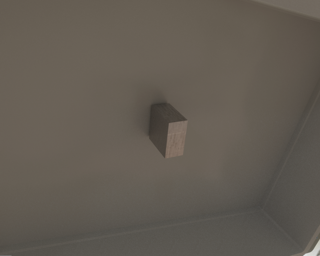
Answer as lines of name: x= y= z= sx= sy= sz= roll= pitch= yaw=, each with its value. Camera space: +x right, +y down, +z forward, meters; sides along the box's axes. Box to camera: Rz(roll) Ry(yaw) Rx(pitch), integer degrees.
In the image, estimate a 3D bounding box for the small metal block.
small metal block: x=0.009 y=0.003 z=0.394 sx=0.025 sy=0.050 sz=0.050 roll=-9 pitch=122 yaw=-24
